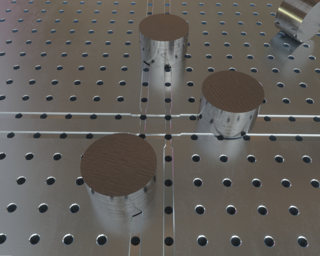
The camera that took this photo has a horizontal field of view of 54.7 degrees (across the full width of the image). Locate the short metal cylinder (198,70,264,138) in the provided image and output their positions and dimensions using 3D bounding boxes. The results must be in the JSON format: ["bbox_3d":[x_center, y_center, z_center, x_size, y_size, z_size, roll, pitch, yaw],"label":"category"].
[{"bbox_3d":[0.094,-0.033,0.420,0.081,0.050,0.080,0,50,0],"label":"short metal cylinder"}]

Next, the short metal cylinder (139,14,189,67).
[{"bbox_3d":[0.006,-0.146,0.514,0.081,0.050,0.080,0,50,0],"label":"short metal cylinder"}]

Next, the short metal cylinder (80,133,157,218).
[{"bbox_3d":[-0.044,0.052,0.347,0.081,0.050,0.080,0,50,0],"label":"short metal cylinder"}]

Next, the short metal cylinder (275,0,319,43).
[{"bbox_3d":[0.250,-0.198,0.542,0.081,0.080,0.050,-27,56,-21],"label":"short metal cylinder"}]
